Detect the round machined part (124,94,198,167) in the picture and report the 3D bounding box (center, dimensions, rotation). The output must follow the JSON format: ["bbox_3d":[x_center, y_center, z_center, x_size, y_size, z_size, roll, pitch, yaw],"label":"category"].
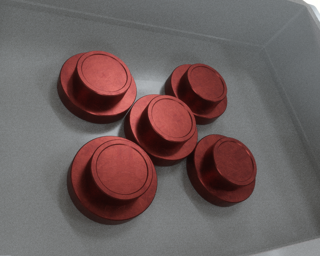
[{"bbox_3d":[0.007,-0.003,0.399,0.099,0.042,0.098,14,56,-21],"label":"round machined part"}]

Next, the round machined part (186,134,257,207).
[{"bbox_3d":[0.088,0.051,0.411,0.099,0.042,0.098,14,56,-21],"label":"round machined part"}]

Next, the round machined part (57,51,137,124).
[{"bbox_3d":[-0.075,-0.058,0.389,0.099,0.042,0.098,14,56,-21],"label":"round machined part"}]

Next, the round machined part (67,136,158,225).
[{"bbox_3d":[-0.047,0.051,0.337,0.099,0.042,0.098,14,56,-21],"label":"round machined part"}]

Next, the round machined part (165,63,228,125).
[{"bbox_3d":[0.060,-0.057,0.462,0.099,0.042,0.098,14,56,-21],"label":"round machined part"}]
